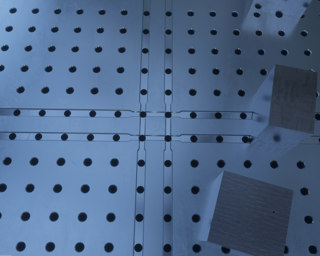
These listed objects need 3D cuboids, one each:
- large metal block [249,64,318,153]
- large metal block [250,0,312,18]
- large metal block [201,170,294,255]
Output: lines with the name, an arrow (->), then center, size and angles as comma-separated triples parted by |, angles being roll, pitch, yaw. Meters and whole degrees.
large metal block -> 0.153, -0.021, 0.392 | 0.050, 0.080, 0.080 | 12, 71, 4
large metal block -> 0.193, -0.228, 0.484 | 0.080, 0.050, 0.080 | 12, 70, 4
large metal block -> 0.100, 0.104, 0.362 | 0.080, 0.050, 0.080 | 16, 71, 5
